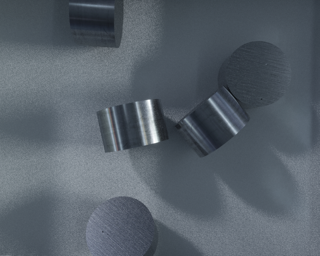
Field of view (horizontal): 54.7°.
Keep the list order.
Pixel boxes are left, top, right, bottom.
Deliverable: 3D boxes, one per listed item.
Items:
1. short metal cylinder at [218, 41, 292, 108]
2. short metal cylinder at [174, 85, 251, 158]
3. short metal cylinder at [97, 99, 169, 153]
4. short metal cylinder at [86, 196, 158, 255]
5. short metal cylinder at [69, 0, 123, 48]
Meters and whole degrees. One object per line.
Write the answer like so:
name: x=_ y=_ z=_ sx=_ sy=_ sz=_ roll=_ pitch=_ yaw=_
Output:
short metal cylinder: x=0.120 y=-0.066 z=0.401 sx=0.081 sy=0.050 sz=0.079 roll=0 pitch=90 yaw=-1
short metal cylinder: x=0.064 y=-0.008 z=0.385 sx=0.080 sy=0.080 sz=0.050 roll=-40 pitch=90 yaw=0
short metal cylinder: x=-0.033 y=-0.003 z=0.384 sx=0.080 sy=0.080 sz=0.050 roll=-12 pitch=90 yaw=0
short metal cylinder: x=-0.044 y=0.131 z=0.382 sx=0.080 sy=0.050 sz=0.080 roll=-2 pitch=60 yaw=4
short metal cylinder: x=-0.076 y=-0.142 z=0.383 sx=0.050 sy=0.080 sz=0.079 roll=4 pitch=90 yaw=0
